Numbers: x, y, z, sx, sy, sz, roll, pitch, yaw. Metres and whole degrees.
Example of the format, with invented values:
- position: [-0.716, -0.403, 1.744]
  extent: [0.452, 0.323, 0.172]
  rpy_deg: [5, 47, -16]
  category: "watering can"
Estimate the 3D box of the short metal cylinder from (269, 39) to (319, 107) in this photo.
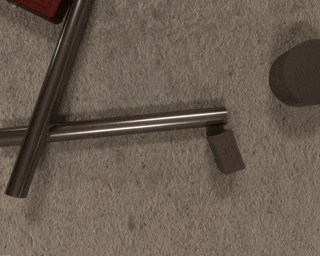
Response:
- position: [0.190, -0.068, 0.400]
  extent: [0.081, 0.050, 0.079]
  rpy_deg: [0, 90, -1]
  category: "short metal cylinder"

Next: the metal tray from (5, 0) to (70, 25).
- position: [-0.175, -0.206, 0.404]
  extent: [0.131, 0.030, 0.090]
  rpy_deg: [26, 90, -1]
  category: "metal tray"

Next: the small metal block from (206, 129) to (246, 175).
- position: [0.083, 0.029, 0.399]
  extent: [0.025, 0.050, 0.050]
  rpy_deg: [-20, 90, 0]
  category: "small metal block"

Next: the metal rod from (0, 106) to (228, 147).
- position: [-0.064, -0.001, 0.409]
  extent: [0.302, 0.025, 0.025]
  rpy_deg: [-6, 90, -1]
  category: "metal rod"

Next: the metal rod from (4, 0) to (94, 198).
- position: [-0.132, -0.061, 0.390]
  extent: [0.025, 0.025, 0.299]
  rpy_deg: [16, 83, -1]
  category: "metal rod"
